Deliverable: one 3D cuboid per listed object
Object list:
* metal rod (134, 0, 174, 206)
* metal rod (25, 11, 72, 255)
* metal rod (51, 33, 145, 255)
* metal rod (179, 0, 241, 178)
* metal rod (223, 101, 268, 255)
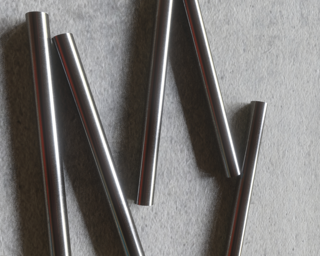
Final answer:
[{"bbox_3d":[-0.006,-0.050,0.407,0.025,0.025,0.298,7,88,-20],"label":"metal rod"},{"bbox_3d":[-0.129,0.018,0.361,0.025,0.025,0.298,-6,92,-20],"label":"metal rod"},{"bbox_3d":[-0.072,0.034,0.382,0.025,0.025,0.298,-19,97,-19],"label":"metal rod"},{"bbox_3d":[0.066,-0.076,0.434,0.025,0.025,0.298,-17,96,-20],"label":"metal rod"},{"bbox_3d":[0.120,0.108,0.455,0.025,0.025,0.298,13,86,-20],"label":"metal rod"}]
